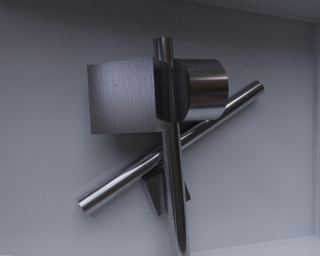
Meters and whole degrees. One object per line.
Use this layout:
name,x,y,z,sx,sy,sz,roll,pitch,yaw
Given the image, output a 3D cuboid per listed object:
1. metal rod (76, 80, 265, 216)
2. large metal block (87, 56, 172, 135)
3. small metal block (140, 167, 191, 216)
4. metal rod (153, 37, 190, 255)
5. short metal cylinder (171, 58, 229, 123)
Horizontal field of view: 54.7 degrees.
metal rod,0.027,0.018,0.419,0.302,0.025,0.025,-33,101,-17
large metal block,-0.035,-0.035,0.363,0.080,0.050,0.079,-3,91,20
small metal block,0.007,0.081,0.413,0.050,0.025,0.050,-23,98,-19
metal rod,0.016,0.038,0.388,0.025,0.025,0.298,-5,91,-20
short metal cylinder,0.044,-0.048,0.396,0.050,0.080,0.079,-5,92,-22
